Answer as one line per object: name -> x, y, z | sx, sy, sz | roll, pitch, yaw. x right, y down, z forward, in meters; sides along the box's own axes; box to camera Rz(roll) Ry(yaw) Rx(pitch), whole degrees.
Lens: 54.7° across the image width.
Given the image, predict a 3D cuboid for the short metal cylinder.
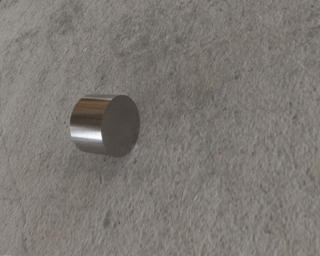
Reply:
short metal cylinder -> -0.070, -0.004, 0.406 | 0.050, 0.080, 0.080 | 5, 64, 30
